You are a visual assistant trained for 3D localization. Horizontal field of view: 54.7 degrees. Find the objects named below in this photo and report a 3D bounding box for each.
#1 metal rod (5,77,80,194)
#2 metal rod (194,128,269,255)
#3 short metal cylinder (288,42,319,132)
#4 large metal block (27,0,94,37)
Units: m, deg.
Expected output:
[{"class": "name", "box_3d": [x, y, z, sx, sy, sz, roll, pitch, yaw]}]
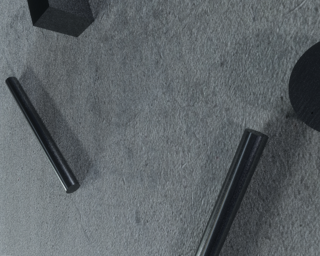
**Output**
[{"class": "metal rod", "box_3d": [-0.232, 0.001, 0.592, 0.300, 0.025, 0.025, 50, 119, 28]}, {"class": "metal rod", "box_3d": [0.056, 0.142, 0.357, 0.025, 0.025, 0.298, 29, 108, 36]}, {"class": "short metal cylinder", "box_3d": [0.157, -0.033, 0.259, 0.080, 0.050, 0.079, 0, 90, 39]}, {"class": "large metal block", "box_3d": [-0.163, -0.203, 0.500, 0.050, 0.081, 0.080, -28, 73, 36]}]
